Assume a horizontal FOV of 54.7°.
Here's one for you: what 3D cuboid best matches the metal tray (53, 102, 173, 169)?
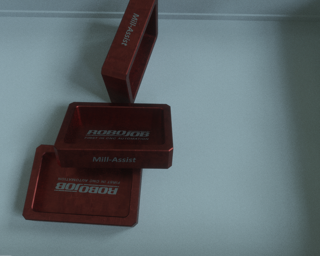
[{"bbox_3d":[-0.052,0.007,0.379,0.131,0.030,0.090,1,39,-2],"label":"metal tray"}]

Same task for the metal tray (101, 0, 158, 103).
[{"bbox_3d":[-0.035,-0.103,0.412,0.030,0.090,0.130,16,71,5],"label":"metal tray"}]

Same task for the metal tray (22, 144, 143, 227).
[{"bbox_3d":[-0.090,0.071,0.379,0.131,0.030,0.090,4,70,1],"label":"metal tray"}]
